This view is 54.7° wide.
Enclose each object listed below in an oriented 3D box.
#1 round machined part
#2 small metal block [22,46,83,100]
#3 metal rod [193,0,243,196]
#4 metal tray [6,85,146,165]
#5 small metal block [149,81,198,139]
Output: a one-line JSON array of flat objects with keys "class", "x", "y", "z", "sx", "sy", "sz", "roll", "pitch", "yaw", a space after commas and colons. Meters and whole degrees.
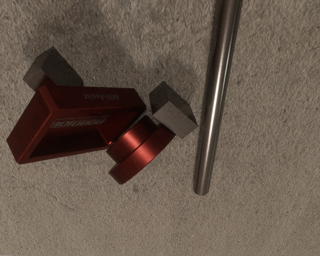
[{"class": "round machined part", "x": -0.028, "y": 0.021, "z": 0.384, "sx": 0.042, "sy": 0.098, "sz": 0.098, "roll": 47, "pitch": 119, "yaw": -3}, {"class": "small metal block", "x": -0.116, "y": -0.054, "z": 0.343, "sx": 0.025, "sy": 0.050, "sz": 0.050, "roll": -25, "pitch": 126, "yaw": 19}, {"class": "metal rod", "x": 0.067, "y": -0.017, "z": 0.394, "sx": 0.025, "sy": 0.025, "sz": 0.298, "roll": 0, "pitch": 130, "yaw": -1}, {"class": "metal tray", "x": -0.088, "y": -0.005, "z": 0.346, "sx": 0.090, "sy": 0.030, "sz": 0.131, "roll": -45, "pitch": 158, "yaw": 31}, {"class": "small metal block", "x": 0.015, "y": -0.022, "z": 0.370, "sx": 0.025, "sy": 0.050, "sz": 0.050, "roll": -41, "pitch": 120, "yaw": 19}]
